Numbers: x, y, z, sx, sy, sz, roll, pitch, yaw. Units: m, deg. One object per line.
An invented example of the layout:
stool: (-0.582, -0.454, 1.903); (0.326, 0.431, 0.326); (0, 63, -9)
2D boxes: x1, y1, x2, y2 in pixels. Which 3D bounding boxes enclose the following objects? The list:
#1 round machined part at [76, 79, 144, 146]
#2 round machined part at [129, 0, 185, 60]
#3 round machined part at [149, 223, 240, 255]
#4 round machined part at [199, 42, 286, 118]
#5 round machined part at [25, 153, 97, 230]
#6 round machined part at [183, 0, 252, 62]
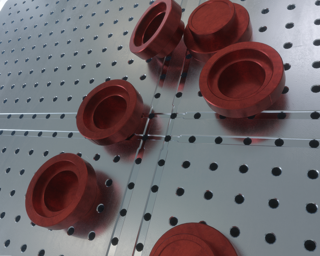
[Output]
round machined part: (-0.067, -0.018, 0.445); (0.098, 0.042, 0.098); (-13, 56, 21)
round machined part: (0.000, -0.147, 0.474); (0.098, 0.042, 0.098); (-33, 42, 37)
round machined part: (0.029, 0.140, 0.297); (0.098, 0.042, 0.098); (-13, 56, 21)
round machined part: (0.101, -0.054, 0.378); (0.098, 0.042, 0.098); (-13, 56, 21)
round machined part: (-0.125, 0.086, 0.412); (0.098, 0.042, 0.098); (-13, 56, 21)
round machined part: (0.079, -0.147, 0.447); (0.098, 0.042, 0.098); (-13, 56, 21)
